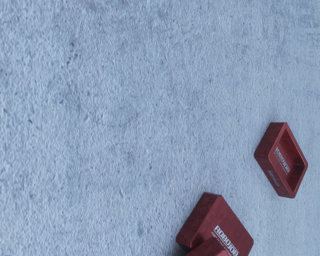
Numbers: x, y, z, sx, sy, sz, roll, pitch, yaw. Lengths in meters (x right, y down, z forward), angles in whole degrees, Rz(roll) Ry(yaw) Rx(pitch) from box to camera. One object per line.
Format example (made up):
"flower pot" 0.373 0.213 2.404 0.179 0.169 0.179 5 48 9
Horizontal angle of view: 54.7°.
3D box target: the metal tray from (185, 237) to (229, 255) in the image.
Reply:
"metal tray" 0.068 0.225 0.431 0.090 0.030 0.130 -32 116 -9

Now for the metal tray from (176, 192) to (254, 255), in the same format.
"metal tray" 0.089 0.173 0.476 0.090 0.030 0.130 -52 120 -27

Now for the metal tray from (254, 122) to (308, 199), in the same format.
"metal tray" 0.238 0.063 0.600 0.130 0.030 0.090 52 60 -27
